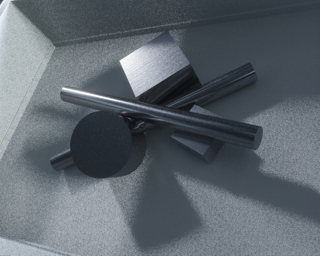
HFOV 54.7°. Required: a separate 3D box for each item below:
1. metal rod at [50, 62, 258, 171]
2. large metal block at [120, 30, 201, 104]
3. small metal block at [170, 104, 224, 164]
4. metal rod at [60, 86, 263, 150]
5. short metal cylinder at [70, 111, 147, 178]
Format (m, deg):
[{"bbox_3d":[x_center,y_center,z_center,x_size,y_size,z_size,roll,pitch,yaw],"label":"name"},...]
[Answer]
[{"bbox_3d":[-0.017,-0.010,0.417,0.301,0.025,0.025,-24,53,12],"label":"metal rod"},{"bbox_3d":[0.000,-0.076,0.432,0.080,0.050,0.080,-31,52,8],"label":"large metal block"},{"bbox_3d":[0.050,0.006,0.370,0.050,0.025,0.050,30,78,37],"label":"small metal block"},{"bbox_3d":[-0.022,-0.021,0.395,0.300,0.025,0.025,15,69,33],"label":"metal rod"},{"bbox_3d":[-0.063,0.022,0.388,0.080,0.050,0.080,-2,83,16],"label":"short metal cylinder"}]
